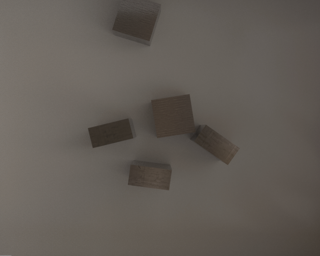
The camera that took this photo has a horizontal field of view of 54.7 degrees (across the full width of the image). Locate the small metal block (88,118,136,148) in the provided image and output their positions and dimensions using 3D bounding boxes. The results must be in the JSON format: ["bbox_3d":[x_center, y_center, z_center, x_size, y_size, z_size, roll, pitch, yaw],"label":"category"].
[{"bbox_3d":[-0.060,0.006,0.398,0.050,0.050,0.025,-14,90,0],"label":"small metal block"}]

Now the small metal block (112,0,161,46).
[{"bbox_3d":[-0.030,-0.143,0.411,0.050,0.025,0.050,17,90,0],"label":"small metal block"}]

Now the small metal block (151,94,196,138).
[{"bbox_3d":[0.017,-0.015,0.411,0.050,0.025,0.050,-9,90,0],"label":"small metal block"}]

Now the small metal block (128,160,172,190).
[{"bbox_3d":[-0.012,0.060,0.399,0.050,0.050,0.025,8,90,0],"label":"small metal block"}]

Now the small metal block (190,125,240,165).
[{"bbox_3d":[0.069,0.020,0.399,0.050,0.050,0.025,35,90,0],"label":"small metal block"}]
